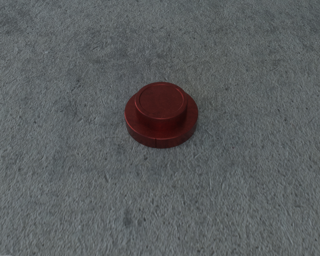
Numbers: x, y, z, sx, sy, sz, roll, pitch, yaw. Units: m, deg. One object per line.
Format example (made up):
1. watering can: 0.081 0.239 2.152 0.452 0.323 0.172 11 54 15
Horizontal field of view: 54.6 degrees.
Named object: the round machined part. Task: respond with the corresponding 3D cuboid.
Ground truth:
1. round machined part: 0.002 -0.024 0.413 0.099 0.042 0.098 0 50 0
